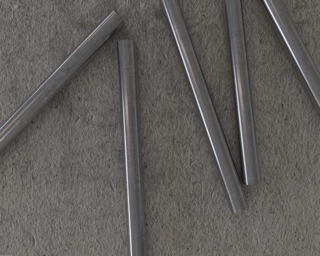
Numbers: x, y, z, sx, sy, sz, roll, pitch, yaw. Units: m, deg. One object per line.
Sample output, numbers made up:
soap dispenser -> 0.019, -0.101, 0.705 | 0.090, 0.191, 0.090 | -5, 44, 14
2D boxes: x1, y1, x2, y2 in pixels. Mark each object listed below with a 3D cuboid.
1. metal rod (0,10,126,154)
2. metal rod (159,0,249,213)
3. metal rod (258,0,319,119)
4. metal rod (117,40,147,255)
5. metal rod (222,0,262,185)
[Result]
metal rod -> -0.159, -0.038, 0.408 | 0.025, 0.025, 0.300 | 44, 90, 0
metal rod -> 0.058, -0.034, 0.410 | 0.025, 0.025, 0.299 | -19, 90, 0
metal rod -> 0.170, -0.123, 0.410 | 0.025, 0.025, 0.299 | -28, 90, 0
metal rod -> -0.037, 0.036, 0.409 | 0.025, 0.025, 0.298 | -3, 90, 0
metal rod -> 0.105, -0.076, 0.410 | 0.025, 0.025, 0.298 | -6, 90, 0
